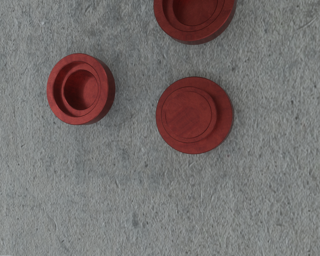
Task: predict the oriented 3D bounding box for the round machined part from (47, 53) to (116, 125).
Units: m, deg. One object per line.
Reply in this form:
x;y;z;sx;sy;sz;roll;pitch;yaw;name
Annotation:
-0.106;-0.053;0.437;0.098;0.042;0.097;0;90;20;round machined part

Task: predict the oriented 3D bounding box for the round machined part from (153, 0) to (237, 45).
0.045;-0.151;0.384;0.098;0.042;0.097;0;90;20;round machined part

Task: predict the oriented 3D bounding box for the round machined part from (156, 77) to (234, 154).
0.040;-0.016;0.386;0.098;0.042;0.097;0;90;20;round machined part
